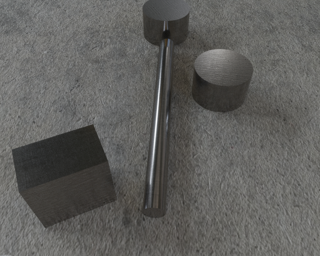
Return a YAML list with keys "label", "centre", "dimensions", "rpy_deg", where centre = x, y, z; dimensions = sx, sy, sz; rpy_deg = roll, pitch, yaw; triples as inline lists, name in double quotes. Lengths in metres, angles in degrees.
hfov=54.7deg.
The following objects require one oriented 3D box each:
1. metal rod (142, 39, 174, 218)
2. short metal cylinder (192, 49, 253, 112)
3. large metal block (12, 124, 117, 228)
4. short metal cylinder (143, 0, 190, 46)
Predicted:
- label: "metal rod"
  centre: [0.003, -0.025, 0.424]
  dimensions: [0.025, 0.025, 0.300]
  rpy_deg: [3, 50, 2]
- label: "short metal cylinder"
  centre: [0.088, -0.069, 0.446]
  dimensions: [0.081, 0.050, 0.080]
  rpy_deg: [0, 50, 0]
- label: "large metal block"
  centre: [-0.095, 0.051, 0.324]
  dimensions: [0.081, 0.080, 0.050]
  rpy_deg: [-19, 53, -15]
- label: "short metal cylinder"
  centre: [0.011, -0.188, 0.545]
  dimensions: [0.081, 0.050, 0.080]
  rpy_deg: [0, 50, 0]
